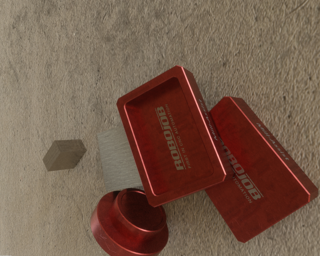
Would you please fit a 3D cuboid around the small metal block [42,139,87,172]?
[{"bbox_3d":[-0.160,0.046,0.521,0.050,0.050,0.025,-50,61,28],"label":"small metal block"}]

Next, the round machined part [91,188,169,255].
[{"bbox_3d":[-0.031,0.113,0.384,0.098,0.099,0.042,46,118,30],"label":"round machined part"}]

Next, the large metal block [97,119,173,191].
[{"bbox_3d":[-0.034,0.037,0.417,0.080,0.050,0.080,-17,79,38],"label":"large metal block"}]

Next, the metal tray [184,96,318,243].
[{"bbox_3d":[0.086,0.041,0.331,0.090,0.030,0.130,-47,62,29],"label":"metal tray"}]

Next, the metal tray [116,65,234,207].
[{"bbox_3d":[0.012,0.009,0.338,0.090,0.030,0.130,-26,73,23],"label":"metal tray"}]
